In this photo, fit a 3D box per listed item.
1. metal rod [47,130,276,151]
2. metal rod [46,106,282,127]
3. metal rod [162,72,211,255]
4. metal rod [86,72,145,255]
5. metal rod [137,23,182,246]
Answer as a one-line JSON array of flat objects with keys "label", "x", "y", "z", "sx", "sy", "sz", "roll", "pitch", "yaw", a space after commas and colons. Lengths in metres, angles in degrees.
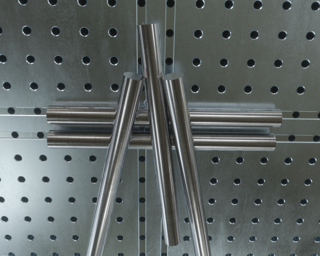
[{"label": "metal rod", "x": 0.003, "y": 0.017, "z": 0.420, "sx": 0.302, "sy": 0.025, "sz": 0.025, "roll": 1, "pitch": 110, "yaw": -1}, {"label": "metal rod", "x": 0.007, "y": -0.015, "z": 0.408, "sx": 0.302, "sy": 0.025, "sz": 0.025, "roll": 1, "pitch": 110, "yaw": -1}, {"label": "metal rod", "x": 0.041, "y": 0.071, "z": 0.420, "sx": 0.025, "sy": 0.025, "sz": 0.298, "roll": -10, "pitch": 117, "yaw": 3}, {"label": "metal rod", "x": -0.066, "y": 0.069, "z": 0.418, "sx": 0.025, "sy": 0.025, "sz": 0.298, "roll": 13, "pitch": 117, "yaw": -5}, {"label": "metal rod", "x": 0.003, "y": 0.023, "z": 0.396, "sx": 0.025, "sy": 0.025, "sz": 0.298, "roll": -6, "pitch": 110, "yaw": 2}]
